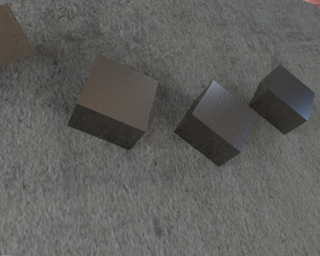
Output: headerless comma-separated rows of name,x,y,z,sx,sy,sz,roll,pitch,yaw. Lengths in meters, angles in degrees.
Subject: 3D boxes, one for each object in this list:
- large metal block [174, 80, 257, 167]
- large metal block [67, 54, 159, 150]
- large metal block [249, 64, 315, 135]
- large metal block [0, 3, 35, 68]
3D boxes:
large metal block,0.079,-0.007,0.437,0.080,0.050,0.080,38,51,-3
large metal block,-0.055,-0.031,0.378,0.080,0.050,0.080,23,53,-15
large metal block,0.211,-0.049,0.535,0.080,0.050,0.080,39,51,-3
large metal block,-0.188,-0.077,0.305,0.080,0.080,0.050,-42,120,-39
